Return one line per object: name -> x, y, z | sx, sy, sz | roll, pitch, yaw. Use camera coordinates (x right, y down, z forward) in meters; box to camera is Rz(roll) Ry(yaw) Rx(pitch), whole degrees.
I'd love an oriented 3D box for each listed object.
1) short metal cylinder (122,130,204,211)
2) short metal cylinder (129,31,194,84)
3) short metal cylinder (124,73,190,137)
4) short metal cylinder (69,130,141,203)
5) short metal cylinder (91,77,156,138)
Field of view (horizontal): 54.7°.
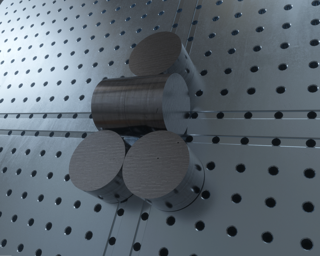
short metal cylinder -> 0.004, 0.049, 0.356 | 0.080, 0.050, 0.080 | -13, 56, 20
short metal cylinder -> 0.003, -0.091, 0.445 | 0.080, 0.050, 0.080 | -13, 56, 20
short metal cylinder -> -0.001, -0.027, 0.389 | 0.050, 0.080, 0.080 | 0, 62, 28
short metal cylinder -> -0.067, 0.049, 0.394 | 0.080, 0.050, 0.080 | -13, 56, 20
short metal cylinder -> -0.045, -0.027, 0.412 | 0.050, 0.080, 0.080 | 0, 62, 28
